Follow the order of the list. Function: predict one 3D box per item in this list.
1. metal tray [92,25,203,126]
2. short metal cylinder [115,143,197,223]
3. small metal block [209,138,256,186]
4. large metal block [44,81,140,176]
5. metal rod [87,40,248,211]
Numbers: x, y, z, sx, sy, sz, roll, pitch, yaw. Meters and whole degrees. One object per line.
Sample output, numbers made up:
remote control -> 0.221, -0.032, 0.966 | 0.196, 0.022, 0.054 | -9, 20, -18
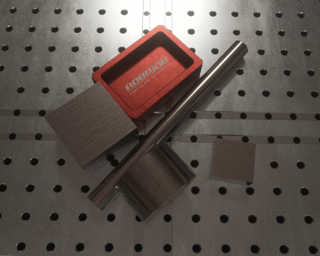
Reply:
metal tray -> -0.017, -0.076, 0.436 | 0.130, 0.030, 0.090 | -40, 75, -14
short metal cylinder -> -0.004, 0.063, 0.359 | 0.080, 0.080, 0.050 | -39, 75, -13
small metal block -> 0.093, 0.044, 0.397 | 0.050, 0.025, 0.050 | 9, 70, 3
large metal block -> -0.084, 0.002, 0.397 | 0.080, 0.050, 0.080 | -37, 75, -13
metal rod -> 0.020, -0.013, 0.416 | 0.025, 0.025, 0.301 | 40, 74, 13
